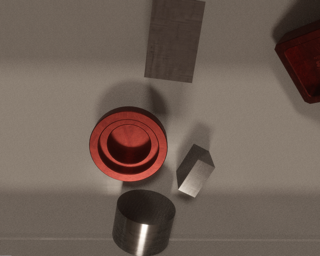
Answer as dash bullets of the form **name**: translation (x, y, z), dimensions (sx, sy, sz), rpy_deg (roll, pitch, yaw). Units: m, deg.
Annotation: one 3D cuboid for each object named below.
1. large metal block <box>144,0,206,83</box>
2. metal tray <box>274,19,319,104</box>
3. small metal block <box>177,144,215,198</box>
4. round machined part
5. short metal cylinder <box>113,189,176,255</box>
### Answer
- **large metal block**: translation (0.013, -0.100, 0.345), dimensions (0.050, 0.080, 0.079), rpy_deg (7, 110, -3)
- **metal tray**: translation (0.205, -0.080, 0.336), dimensions (0.030, 0.130, 0.090), rpy_deg (-47, 109, -29)
- **small metal block**: translation (0.047, 0.057, 0.420), dimensions (0.025, 0.050, 0.050), rpy_deg (27, 108, -10)
- **round machined part**: translation (-0.040, 0.018, 0.408), dimensions (0.099, 0.042, 0.097), rpy_deg (0, 110, -1)
- **short metal cylinder**: translation (-0.023, 0.129, 0.429), dimensions (0.081, 0.080, 0.050), rpy_deg (9, 110, -4)
